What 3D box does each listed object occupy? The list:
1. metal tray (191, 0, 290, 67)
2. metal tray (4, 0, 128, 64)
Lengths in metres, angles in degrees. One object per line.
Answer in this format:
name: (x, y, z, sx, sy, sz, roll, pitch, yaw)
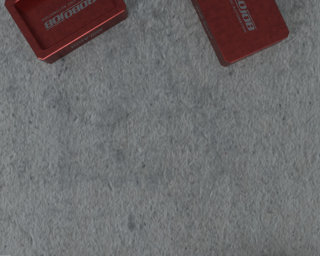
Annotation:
metal tray: (0.099, -0.158, 0.409, 0.090, 0.030, 0.129, -25, 90, -1)
metal tray: (-0.120, -0.156, 0.405, 0.130, 0.030, 0.090, -32, 90, -1)
